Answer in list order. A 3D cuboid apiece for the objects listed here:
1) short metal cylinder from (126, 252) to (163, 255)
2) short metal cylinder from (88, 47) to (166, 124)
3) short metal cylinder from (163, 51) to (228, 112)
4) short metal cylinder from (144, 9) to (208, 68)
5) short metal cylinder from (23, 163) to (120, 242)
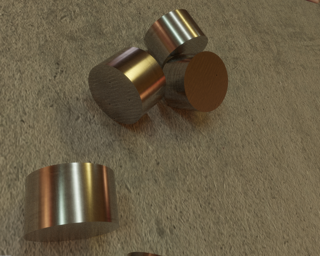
[{"bbox_3d":[-0.001,0.152,0.275,0.080,0.080,0.050,29,52,-10],"label":"short metal cylinder"},{"bbox_3d":[-0.040,-0.052,0.378,0.080,0.080,0.050,43,51,1],"label":"short metal cylinder"},{"bbox_3d":[0.048,-0.063,0.428,0.081,0.050,0.079,-5,99,-36],"label":"short metal cylinder"},{"bbox_3d":[0.023,-0.127,0.458,0.081,0.080,0.050,-23,74,-36],"label":"short metal cylinder"},{"bbox_3d":[-0.080,0.070,0.283,0.081,0.080,0.050,4,60,-26],"label":"short metal cylinder"}]
